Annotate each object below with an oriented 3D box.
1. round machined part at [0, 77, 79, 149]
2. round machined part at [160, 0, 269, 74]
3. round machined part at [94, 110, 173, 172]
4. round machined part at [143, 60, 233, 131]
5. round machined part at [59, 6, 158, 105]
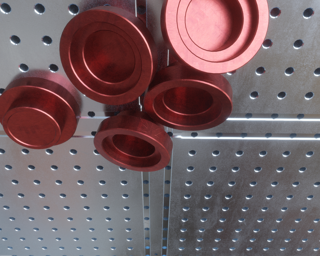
[{"bbox_3d":[-0.155,-0.011,0.389,0.099,0.042,0.097,0,130,0],"label":"round machined part"},{"bbox_3d":[0.048,-0.102,0.296,0.099,0.042,0.097,-2,102,-10],"label":"round machined part"},{"bbox_3d":[-0.031,0.014,0.400,0.098,0.042,0.098,10,145,7],"label":"round machined part"},{"bbox_3d":[0.032,-0.040,0.354,0.098,0.042,0.098,5,149,3],"label":"round machined part"},{"bbox_3d":[-0.050,-0.076,0.324,0.098,0.042,0.097,7,122,12],"label":"round machined part"}]
